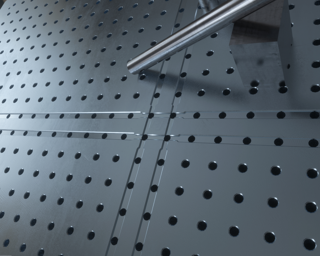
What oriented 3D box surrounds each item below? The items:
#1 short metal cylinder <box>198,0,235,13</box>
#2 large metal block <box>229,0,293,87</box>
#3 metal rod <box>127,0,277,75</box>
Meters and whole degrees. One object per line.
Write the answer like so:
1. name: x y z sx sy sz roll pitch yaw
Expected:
1. short metal cylinder: 0.094 -0.220 0.478 0.080 0.050 0.080 -13 56 21
2. large metal block: 0.125 -0.105 0.372 0.050 0.080 0.080 3 63 30
3. metal rod: 0.050 -0.121 0.376 0.299 0.025 0.025 -15 52 51
